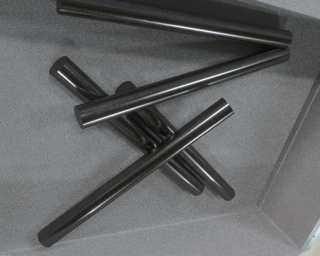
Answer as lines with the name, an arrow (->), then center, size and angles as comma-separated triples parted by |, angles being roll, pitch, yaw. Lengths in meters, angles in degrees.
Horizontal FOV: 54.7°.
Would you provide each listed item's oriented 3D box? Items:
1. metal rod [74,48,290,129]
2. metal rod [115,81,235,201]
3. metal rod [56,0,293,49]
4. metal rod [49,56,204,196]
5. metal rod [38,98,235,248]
metal rod -> 0.046, -0.058, 0.378 | 0.302, 0.025, 0.025 | -20, 127, -24
metal rod -> 0.040, 0.036, 0.454 | 0.025, 0.025, 0.300 | -44, 130, 2
metal rod -> 0.040, -0.120, 0.357 | 0.303, 0.025, 0.025 | -1, 119, -28
metal rod -> -0.021, 0.018, 0.409 | 0.025, 0.025, 0.300 | -44, 130, 2
metal rod -> -0.035, 0.061, 0.401 | 0.300, 0.025, 0.025 | -37, 130, 6
